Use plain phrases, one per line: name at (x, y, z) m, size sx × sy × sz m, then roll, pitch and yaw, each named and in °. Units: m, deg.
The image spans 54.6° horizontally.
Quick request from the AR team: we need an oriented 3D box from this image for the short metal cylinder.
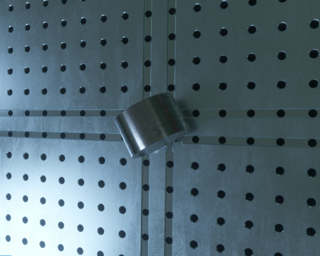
short metal cylinder at (-0.009, -0.002, 0.386) m, size 0.080 × 0.080 × 0.050 m, roll -30°, pitch 80°, yaw 18°
